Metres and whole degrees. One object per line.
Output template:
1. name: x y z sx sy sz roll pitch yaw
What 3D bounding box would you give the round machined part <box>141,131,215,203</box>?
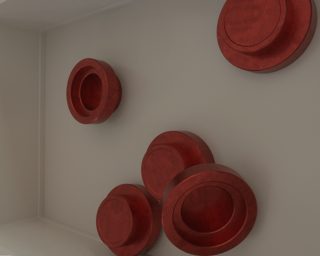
1. round machined part: 0.015 0.052 0.381 0.098 0.042 0.097 0 90 39

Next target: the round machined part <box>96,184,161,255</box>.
1. round machined part: -0.049 0.126 0.424 0.098 0.042 0.098 -9 74 36

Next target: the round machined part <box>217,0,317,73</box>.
1. round machined part: 0.100 -0.107 0.312 0.098 0.042 0.097 0 90 39

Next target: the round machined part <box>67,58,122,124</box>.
1. round machined part: -0.097 -0.054 0.473 0.098 0.042 0.097 0 90 39

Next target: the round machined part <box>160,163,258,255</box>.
1. round machined part: 0.049 0.082 0.331 0.042 0.099 0.097 -109 35 -73
